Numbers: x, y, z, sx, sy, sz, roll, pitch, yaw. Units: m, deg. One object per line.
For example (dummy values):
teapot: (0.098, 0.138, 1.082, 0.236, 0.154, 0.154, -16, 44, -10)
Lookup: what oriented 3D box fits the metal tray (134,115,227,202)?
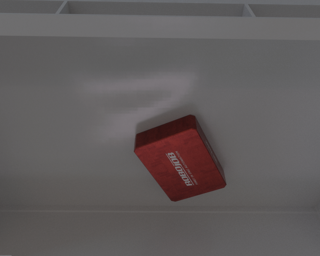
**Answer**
metal tray: (0.032, 0.049, 0.447, 0.090, 0.030, 0.130, -20, 128, 16)
